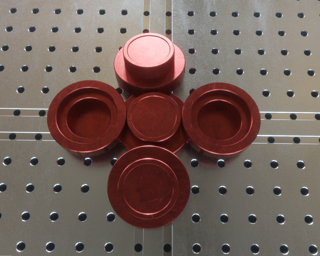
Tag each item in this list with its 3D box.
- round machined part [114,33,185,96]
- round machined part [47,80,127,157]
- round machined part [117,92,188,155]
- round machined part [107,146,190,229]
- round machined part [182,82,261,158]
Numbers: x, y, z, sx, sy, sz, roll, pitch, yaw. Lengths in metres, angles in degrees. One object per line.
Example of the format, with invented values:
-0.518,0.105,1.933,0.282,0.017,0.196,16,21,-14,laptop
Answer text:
-0.014,-0.092,0.424,0.099,0.042,0.098,-1,56,1,round machined part
-0.091,-0.010,0.405,0.099,0.042,0.098,0,70,-1,round machined part
-0.008,-0.008,0.404,0.099,0.042,0.098,0,70,-1,round machined part
-0.013,0.069,0.365,0.099,0.042,0.097,0,85,0,round machined part
0.077,-0.007,0.406,0.099,0.042,0.098,0,70,-1,round machined part
